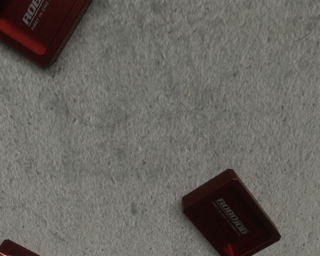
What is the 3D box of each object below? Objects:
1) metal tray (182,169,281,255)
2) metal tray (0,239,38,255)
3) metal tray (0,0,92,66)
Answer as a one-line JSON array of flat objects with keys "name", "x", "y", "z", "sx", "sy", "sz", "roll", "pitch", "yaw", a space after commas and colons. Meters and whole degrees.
[{"name": "metal tray", "x": 0.105, "y": 0.134, "z": 0.458, "sx": 0.090, "sy": 0.030, "sz": 0.130, "roll": -35, "pitch": 107, "yaw": 11}, {"name": "metal tray", "x": -0.215, "y": 0.246, "z": 0.495, "sx": 0.130, "sy": 0.030, "sz": 0.090, "roll": 35, "pitch": 106, "yaw": -12}, {"name": "metal tray", "x": -0.133, "y": -0.148, "z": 0.350, "sx": 0.090, "sy": 0.030, "sz": 0.129, "roll": 34, "pitch": 106, "yaw": -12}]
